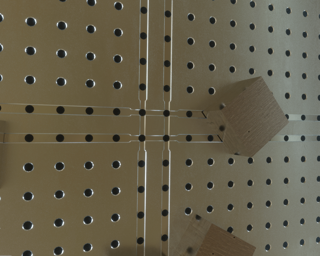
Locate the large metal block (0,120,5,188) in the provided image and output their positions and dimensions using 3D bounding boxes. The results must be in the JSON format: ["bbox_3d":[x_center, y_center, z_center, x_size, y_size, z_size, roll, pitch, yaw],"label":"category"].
[{"bbox_3d":[-0.212,0.029,0.321,0.081,0.050,0.080,4,89,-20],"label":"large metal block"}]

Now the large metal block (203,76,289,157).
[{"bbox_3d":[0.124,-0.016,0.447,0.080,0.050,0.080,-39,103,-16],"label":"large metal block"}]

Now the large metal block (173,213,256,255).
[{"bbox_3d":[0.071,0.177,0.428,0.080,0.050,0.080,32,79,-18],"label":"large metal block"}]
